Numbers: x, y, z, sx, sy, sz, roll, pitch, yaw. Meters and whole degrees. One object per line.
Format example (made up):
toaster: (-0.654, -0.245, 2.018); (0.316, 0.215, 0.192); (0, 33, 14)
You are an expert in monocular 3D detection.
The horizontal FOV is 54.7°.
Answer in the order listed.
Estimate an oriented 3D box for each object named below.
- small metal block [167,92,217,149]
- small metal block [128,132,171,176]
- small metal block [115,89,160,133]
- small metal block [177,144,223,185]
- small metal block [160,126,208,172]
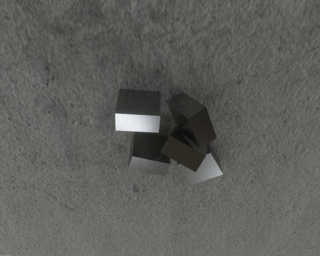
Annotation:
small metal block: (0.039, -0.010, 0.379); (0.025, 0.050, 0.050); (-34, 128, -10)
small metal block: (-0.014, 0.034, 0.419); (0.050, 0.050, 0.025); (13, 129, -11)
small metal block: (-0.026, -0.021, 0.372); (0.050, 0.050, 0.025); (3, 130, -3)
small metal block: (0.058, 0.052, 0.452); (0.050, 0.025, 0.050); (-22, 127, 17)
small metal block: (0.032, 0.026, 0.400); (0.050, 0.050, 0.025); (30, 107, 3)
